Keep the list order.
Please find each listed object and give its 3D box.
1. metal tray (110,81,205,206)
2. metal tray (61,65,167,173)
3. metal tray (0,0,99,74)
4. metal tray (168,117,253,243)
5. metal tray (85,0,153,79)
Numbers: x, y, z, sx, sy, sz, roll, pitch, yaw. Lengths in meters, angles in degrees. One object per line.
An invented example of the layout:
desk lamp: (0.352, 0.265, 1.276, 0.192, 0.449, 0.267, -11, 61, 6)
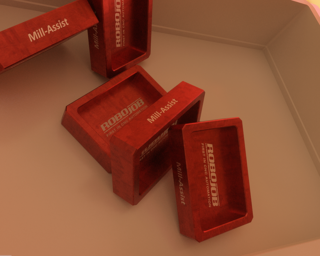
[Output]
metal tray: (0.000, 0.014, 0.352, 0.030, 0.089, 0.131, 28, 47, 24)
metal tray: (-0.043, -0.016, 0.388, 0.090, 0.030, 0.131, 46, 51, 4)
metal tray: (-0.141, -0.095, 0.340, 0.131, 0.090, 0.030, -43, 115, -37)
metal tray: (0.062, 0.056, 0.366, 0.091, 0.030, 0.129, -8, 91, -32)
metal tray: (-0.049, -0.139, 0.396, 0.030, 0.129, 0.091, 29, 46, 25)
